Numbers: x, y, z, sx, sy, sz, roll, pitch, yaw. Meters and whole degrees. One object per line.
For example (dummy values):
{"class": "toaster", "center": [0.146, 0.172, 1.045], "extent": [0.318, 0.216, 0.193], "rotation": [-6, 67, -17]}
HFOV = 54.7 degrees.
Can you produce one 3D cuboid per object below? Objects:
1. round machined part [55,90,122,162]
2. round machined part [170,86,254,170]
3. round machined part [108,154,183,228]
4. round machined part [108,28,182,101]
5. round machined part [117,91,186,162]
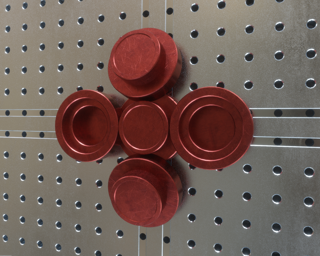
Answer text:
{"class": "round machined part", "center": [-0.093, -0.003, 0.435], "extent": [0.098, 0.042, 0.097], "rotation": [0, 90, 19]}
{"class": "round machined part", "center": [0.065, 0.000, 0.380], "extent": [0.098, 0.042, 0.097], "rotation": [0, 90, 19]}
{"class": "round machined part", "center": [-0.024, 0.085, 0.399], "extent": [0.098, 0.042, 0.097], "rotation": [5, 106, 18]}
{"class": "round machined part", "center": [-0.025, -0.086, 0.399], "extent": [0.098, 0.042, 0.098], "rotation": [-5, 74, 20]}
{"class": "round machined part", "center": [-0.015, -0.001, 0.407], "extent": [0.098, 0.042, 0.097], "rotation": [0, 90, 19]}
